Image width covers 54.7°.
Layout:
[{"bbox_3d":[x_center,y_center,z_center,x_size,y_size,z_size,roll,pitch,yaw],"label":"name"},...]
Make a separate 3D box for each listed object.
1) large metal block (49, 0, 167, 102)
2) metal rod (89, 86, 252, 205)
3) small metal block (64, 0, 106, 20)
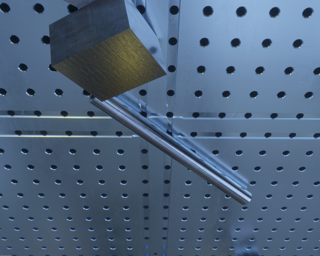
[{"bbox_3d":[-0.049,-0.077,0.309,0.080,0.050,0.080,-21,154,16],"label":"large metal block"},{"bbox_3d":[0.031,0.037,0.443,0.301,0.025,0.025,35,122,-27],"label":"metal rod"},{"bbox_3d":[-0.067,-0.140,0.292,0.050,0.025,0.050,23,126,-19],"label":"small metal block"}]
